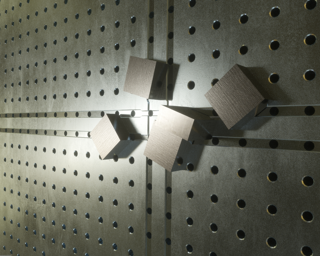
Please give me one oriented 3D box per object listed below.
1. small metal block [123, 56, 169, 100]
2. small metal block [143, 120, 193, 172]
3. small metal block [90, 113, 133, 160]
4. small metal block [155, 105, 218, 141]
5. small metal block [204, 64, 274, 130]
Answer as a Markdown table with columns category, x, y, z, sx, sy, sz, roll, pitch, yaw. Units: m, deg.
| category | x | y | z | sx | sy | sz | roll | pitch | yaw |
| --- | --- | --- | --- | --- | --- | --- | --- | --- | --- |
| small metal block | -0.020 | -0.069 | 0.427 | 0.050 | 0.025 | 0.050 | 21 | 104 | 38 |
| small metal block | 0.011 | 0.022 | 0.401 | 0.050 | 0.025 | 0.050 | 29 | 108 | 36 |
| small metal block | -0.075 | 0.013 | 0.473 | 0.050 | 0.025 | 0.050 | -46 | 63 | 30 |
| small metal block | 0.032 | -0.007 | 0.368 | 0.050 | 0.050 | 0.025 | 27 | 107 | 37 |
| small metal block | 0.085 | -0.033 | 0.340 | 0.050 | 0.025 | 0.050 | -46 | 63 | 30 |
